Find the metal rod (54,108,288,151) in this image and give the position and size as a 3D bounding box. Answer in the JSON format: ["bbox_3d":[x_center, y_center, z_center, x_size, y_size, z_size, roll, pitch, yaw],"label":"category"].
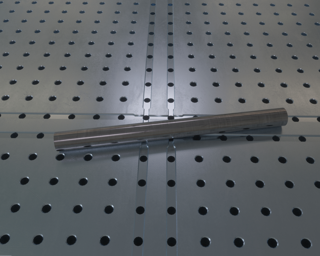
[{"bbox_3d":[0.018,0.001,0.406,0.302,0.025,0.025,-6,50,-5],"label":"metal rod"}]
